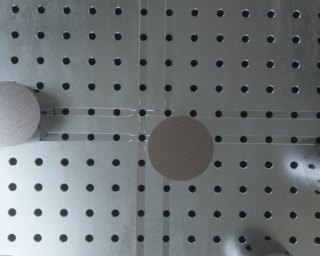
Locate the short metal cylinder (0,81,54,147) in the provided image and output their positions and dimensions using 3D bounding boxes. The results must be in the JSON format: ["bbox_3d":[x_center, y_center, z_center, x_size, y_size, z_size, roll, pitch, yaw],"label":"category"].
[{"bbox_3d":[-0.185,-0.017,0.398,0.081,0.050,0.079,0,90,-1],"label":"short metal cylinder"}]

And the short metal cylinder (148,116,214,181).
[{"bbox_3d":[0.025,0.025,0.401,0.081,0.050,0.079,0,90,-1],"label":"short metal cylinder"}]

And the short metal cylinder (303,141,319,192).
[{"bbox_3d":[0.239,0.054,0.404,0.081,0.050,0.079,0,90,-1],"label":"short metal cylinder"}]

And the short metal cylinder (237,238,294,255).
[{"bbox_3d":[0.143,0.193,0.403,0.081,0.050,0.079,0,90,-1],"label":"short metal cylinder"}]
